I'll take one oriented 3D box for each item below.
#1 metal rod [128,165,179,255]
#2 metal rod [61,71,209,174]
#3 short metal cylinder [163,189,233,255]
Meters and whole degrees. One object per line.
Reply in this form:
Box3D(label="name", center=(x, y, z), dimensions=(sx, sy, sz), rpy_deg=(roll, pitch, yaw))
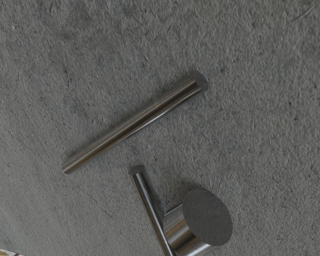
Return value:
Box3D(label="metal rod", center=(0.013, 0.193, 0.519), dimensions=(0.025, 0.025, 0.298), rpy_deg=(-7, 115, 31))
Box3D(label="metal rod", center=(-0.055, 0.007, 0.440), dimensions=(0.299, 0.025, 0.025), rpy_deg=(-31, 102, 38))
Box3D(label="short metal cylinder", center=(0.052, 0.131, 0.425), dimensions=(0.080, 0.080, 0.050), rpy_deg=(40, 129, 1))
